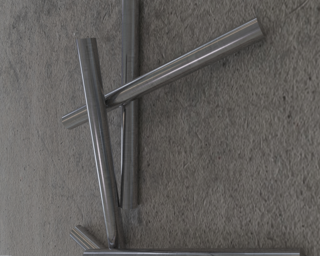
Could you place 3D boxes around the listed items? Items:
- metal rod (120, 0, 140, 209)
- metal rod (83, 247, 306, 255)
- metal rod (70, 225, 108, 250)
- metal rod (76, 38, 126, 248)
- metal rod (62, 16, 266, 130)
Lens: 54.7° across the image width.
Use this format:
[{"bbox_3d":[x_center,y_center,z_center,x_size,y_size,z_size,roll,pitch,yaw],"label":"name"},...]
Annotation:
[{"bbox_3d":[-0.043,-0.037,0.440,0.025,0.025,0.298,1,90,40],"label":"metal rod"},{"bbox_3d":[0.015,0.159,0.375,0.300,0.025,0.025,-15,80,34],"label":"metal rod"},{"bbox_3d":[-0.031,0.221,0.430,0.300,0.025,0.025,23,105,37],"label":"metal rod"},{"bbox_3d":[-0.077,0.033,0.421,0.025,0.025,0.298,7,109,40],"label":"metal rod"},{"bbox_3d":[-0.017,-0.057,0.393,0.300,0.025,0.025,-21,77,30],"label":"metal rod"}]
